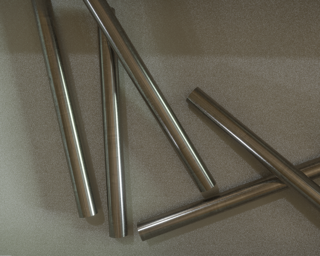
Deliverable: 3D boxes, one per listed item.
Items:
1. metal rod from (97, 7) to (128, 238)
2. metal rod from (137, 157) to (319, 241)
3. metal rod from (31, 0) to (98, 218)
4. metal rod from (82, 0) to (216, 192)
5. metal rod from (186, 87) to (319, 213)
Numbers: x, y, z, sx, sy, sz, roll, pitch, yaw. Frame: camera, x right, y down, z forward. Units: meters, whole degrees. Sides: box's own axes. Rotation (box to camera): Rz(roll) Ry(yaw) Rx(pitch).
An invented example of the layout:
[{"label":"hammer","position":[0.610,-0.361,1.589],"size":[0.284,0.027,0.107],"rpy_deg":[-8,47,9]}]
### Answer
[{"label":"metal rod","position":[-0.063,-0.007,0.410],"size":[0.025,0.025,0.298],"rpy_deg":[-3,90,0]},{"label":"metal rod","position":[0.116,0.087,0.412],"size":[0.301,0.025,0.025],"rpy_deg":[-20,90,0]},{"label":"metal rod","position":[-0.127,-0.031,0.410],"size":[0.025,0.025,0.298],"rpy_deg":[-13,90,0]},{"label":"metal rod","position":[-0.014,-0.049,0.395],"size":[0.025,0.025,0.299],"rpy_deg":[-32,96,0]},{"label":"metal rod","position":[0.155,0.052,0.389],"size":[0.300,0.025,0.025],"rpy_deg":[41,90,9]}]
